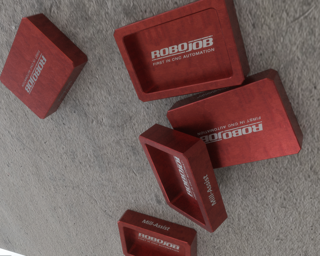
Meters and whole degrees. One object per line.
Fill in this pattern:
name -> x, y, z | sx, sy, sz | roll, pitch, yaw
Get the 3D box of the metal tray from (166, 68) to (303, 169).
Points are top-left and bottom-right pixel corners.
metal tray -> 0.083, -0.003, 0.358 | 0.130, 0.030, 0.090 | -17, 110, 34

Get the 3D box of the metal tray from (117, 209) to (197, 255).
metal tray -> -0.004, 0.196, 0.527 | 0.130, 0.030, 0.089 | 10, 123, 22

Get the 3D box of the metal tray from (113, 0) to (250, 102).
metal tray -> 0.022, -0.083, 0.340 | 0.130, 0.030, 0.090 | -7, 115, 31

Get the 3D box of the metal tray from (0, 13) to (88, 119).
metal tray -> -0.169, -0.083, 0.442 | 0.090, 0.030, 0.129 | 44, 129, -3

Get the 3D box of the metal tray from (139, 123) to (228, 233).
metal tray -> 0.030, 0.063, 0.393 | 0.090, 0.030, 0.129 | 20, 139, 49
